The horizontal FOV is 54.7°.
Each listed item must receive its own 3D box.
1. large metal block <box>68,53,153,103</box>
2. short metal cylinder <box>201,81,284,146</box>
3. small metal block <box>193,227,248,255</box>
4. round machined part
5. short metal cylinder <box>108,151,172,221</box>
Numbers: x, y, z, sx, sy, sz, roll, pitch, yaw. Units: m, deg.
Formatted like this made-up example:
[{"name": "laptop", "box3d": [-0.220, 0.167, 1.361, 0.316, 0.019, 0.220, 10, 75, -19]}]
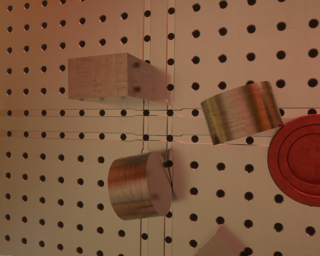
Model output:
[{"name": "large metal block", "box3d": [-0.061, -0.061, 0.405, 0.080, 0.080, 0.050, -1, 90, 20]}, {"name": "short metal cylinder", "box3d": [0.092, -0.015, 0.351, 0.080, 0.080, 0.050, -18, 84, 19]}, {"name": "small metal block", "box3d": [0.074, 0.163, 0.386, 0.050, 0.025, 0.050, 43, 103, 15]}, {"name": "round machined part", "box3d": [0.171, 0.034, 0.343, 0.098, 0.042, 0.097, 0, 91, 19]}, {"name": "short metal cylinder", "box3d": [-0.023, 0.073, 0.391, 0.050, 0.080, 0.080, -13, 86, 19]}]
